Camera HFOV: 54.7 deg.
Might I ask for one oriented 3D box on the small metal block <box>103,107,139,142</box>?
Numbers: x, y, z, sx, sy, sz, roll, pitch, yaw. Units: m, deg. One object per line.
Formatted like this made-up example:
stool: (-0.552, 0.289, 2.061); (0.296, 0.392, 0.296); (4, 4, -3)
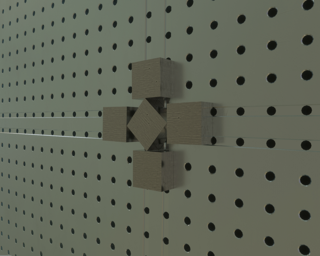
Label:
small metal block: (-0.058, -0.006, 0.454); (0.050, 0.025, 0.050); (2, 91, 39)

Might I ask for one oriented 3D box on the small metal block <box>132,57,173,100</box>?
small metal block: (-0.011, -0.064, 0.416); (0.050, 0.025, 0.050); (-1, 90, 39)

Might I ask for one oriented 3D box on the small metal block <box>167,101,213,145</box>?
small metal block: (0.036, -0.005, 0.378); (0.050, 0.025, 0.050); (0, 90, 39)

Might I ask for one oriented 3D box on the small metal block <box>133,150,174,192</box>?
small metal block: (-0.009, 0.055, 0.415); (0.050, 0.025, 0.050); (1, 90, 39)

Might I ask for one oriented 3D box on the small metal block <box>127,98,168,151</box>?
small metal block: (-0.011, -0.005, 0.416); (0.050, 0.025, 0.050); (50, 119, 28)
